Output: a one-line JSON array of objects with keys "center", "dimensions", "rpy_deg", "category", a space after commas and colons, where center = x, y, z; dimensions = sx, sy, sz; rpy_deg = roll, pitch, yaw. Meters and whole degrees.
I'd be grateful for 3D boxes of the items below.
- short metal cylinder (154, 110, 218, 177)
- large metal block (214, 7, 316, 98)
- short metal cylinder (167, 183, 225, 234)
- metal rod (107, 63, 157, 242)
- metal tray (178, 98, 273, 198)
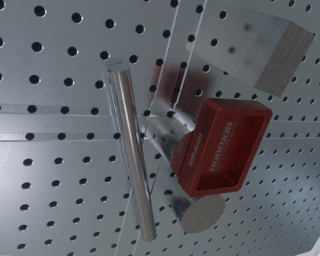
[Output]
[{"center": [0.039, 0.022, 0.430], "dimensions": [0.081, 0.050, 0.079], "rpy_deg": [-14, 124, -21], "category": "short metal cylinder"}, {"center": [0.126, -0.095, 0.386], "dimensions": [0.050, 0.080, 0.079], "rpy_deg": [12, 112, -34], "category": "large metal block"}, {"center": [0.058, 0.124, 0.504], "dimensions": [0.081, 0.050, 0.079], "rpy_deg": [-14, 124, -21], "category": "short metal cylinder"}, {"center": [-0.032, 0.056, 0.428], "dimensions": [0.025, 0.025, 0.298], "rpy_deg": [-19, 126, -17], "category": "metal rod"}, {"center": [0.084, 0.027, 0.405], "dimensions": [0.091, 0.030, 0.129], "rpy_deg": [0, 118, -29], "category": "metal tray"}]
